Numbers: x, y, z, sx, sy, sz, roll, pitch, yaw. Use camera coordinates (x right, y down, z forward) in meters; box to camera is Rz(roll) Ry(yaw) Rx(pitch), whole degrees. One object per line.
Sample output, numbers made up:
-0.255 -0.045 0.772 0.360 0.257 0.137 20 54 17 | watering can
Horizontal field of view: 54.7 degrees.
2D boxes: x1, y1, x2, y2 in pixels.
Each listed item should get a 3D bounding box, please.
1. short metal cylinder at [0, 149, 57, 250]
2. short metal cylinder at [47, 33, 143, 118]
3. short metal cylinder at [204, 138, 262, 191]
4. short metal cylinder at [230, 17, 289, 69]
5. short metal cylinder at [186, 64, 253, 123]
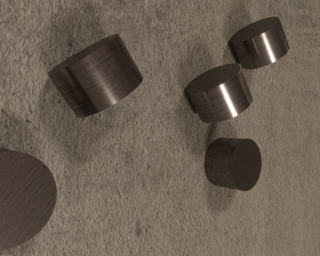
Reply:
-0.140 0.059 0.272 0.081 0.050 0.079 0 90 -40 | short metal cylinder
-0.065 -0.054 0.316 0.080 0.080 0.050 -45 117 -31 | short metal cylinder
0.116 0.056 0.489 0.081 0.050 0.079 0 90 -40 | short metal cylinder
0.163 -0.140 0.509 0.080 0.080 0.050 -46 118 -30 | short metal cylinder
0.084 -0.050 0.442 0.080 0.080 0.050 -43 117 -32 | short metal cylinder
